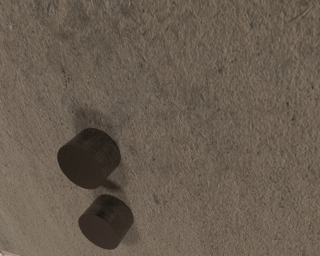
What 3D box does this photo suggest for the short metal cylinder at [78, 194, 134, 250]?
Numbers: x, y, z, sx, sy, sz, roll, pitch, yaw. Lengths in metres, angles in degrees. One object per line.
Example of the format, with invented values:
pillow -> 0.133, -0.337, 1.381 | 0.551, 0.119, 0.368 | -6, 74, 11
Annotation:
short metal cylinder -> -0.093, 0.163, 0.538 | 0.080, 0.050, 0.079 | 13, 124, 20

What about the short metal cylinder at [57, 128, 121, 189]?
short metal cylinder -> -0.108, 0.047, 0.474 | 0.080, 0.050, 0.079 | 13, 124, 20
